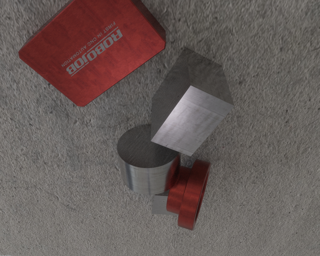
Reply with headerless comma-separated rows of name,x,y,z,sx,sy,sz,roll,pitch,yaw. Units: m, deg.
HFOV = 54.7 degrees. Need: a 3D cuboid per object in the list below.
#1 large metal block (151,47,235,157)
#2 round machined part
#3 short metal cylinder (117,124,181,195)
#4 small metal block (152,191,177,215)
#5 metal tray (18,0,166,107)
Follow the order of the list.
large metal block,0.031,-0.030,0.346,0.050,0.080,0.080,23,127,-18
round machined part,0.039,0.091,0.442,0.042,0.098,0.097,14,132,13
short metal cylinder,-0.013,0.040,0.405,0.080,0.080,0.050,-1,130,1
small metal block,0.014,0.117,0.507,0.050,0.025,0.050,5,130,-5
metal tray,-0.070,-0.089,0.328,0.130,0.030,0.090,-31,124,23
